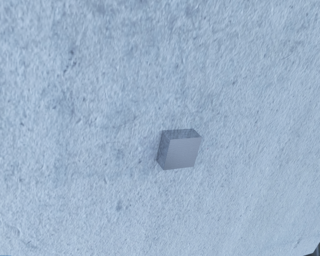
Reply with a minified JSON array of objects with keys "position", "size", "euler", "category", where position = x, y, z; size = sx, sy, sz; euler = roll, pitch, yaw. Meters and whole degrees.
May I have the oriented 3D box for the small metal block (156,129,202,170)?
[{"position":[0.026,0.030,0.439],"size":[0.050,0.025,0.050],"euler":[-3,120,-27],"category":"small metal block"}]
